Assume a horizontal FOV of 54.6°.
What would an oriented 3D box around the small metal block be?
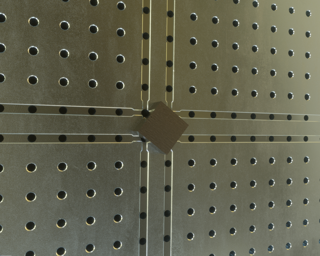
[{"bbox_3d":[0.001,0.000,0.413,0.050,0.025,0.050,40,77,-16],"label":"small metal block"}]
